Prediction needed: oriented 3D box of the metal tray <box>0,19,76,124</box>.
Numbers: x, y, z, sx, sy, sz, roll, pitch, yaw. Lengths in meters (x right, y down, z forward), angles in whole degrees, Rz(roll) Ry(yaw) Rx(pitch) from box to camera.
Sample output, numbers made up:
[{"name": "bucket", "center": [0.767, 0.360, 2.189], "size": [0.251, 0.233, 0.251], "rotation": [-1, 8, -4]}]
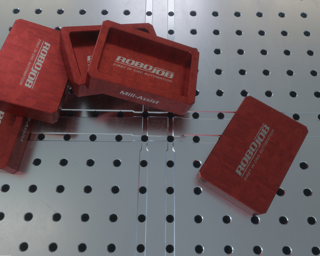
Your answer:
[{"name": "metal tray", "center": [-0.165, -0.078, 0.413], "size": [0.091, 0.030, 0.130], "rotation": [15, 60, -12]}]

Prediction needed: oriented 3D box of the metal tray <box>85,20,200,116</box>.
[{"name": "metal tray", "center": [-0.019, -0.076, 0.392], "size": [0.131, 0.030, 0.090], "rotation": [15, 61, -12]}]

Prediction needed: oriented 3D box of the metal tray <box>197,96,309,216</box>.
[{"name": "metal tray", "center": [0.118, 0.033, 0.398], "size": [0.090, 0.030, 0.130], "rotation": [32, 73, 11]}]

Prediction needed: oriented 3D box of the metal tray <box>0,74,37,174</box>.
[{"name": "metal tray", "center": [-0.220, -0.011, 0.412], "size": [0.090, 0.030, 0.130], "rotation": [9, 70, 3]}]

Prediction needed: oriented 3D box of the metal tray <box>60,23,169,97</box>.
[{"name": "metal tray", "center": [-0.061, -0.096, 0.422], "size": [0.131, 0.030, 0.090], "rotation": [-11, 69, -24]}]
